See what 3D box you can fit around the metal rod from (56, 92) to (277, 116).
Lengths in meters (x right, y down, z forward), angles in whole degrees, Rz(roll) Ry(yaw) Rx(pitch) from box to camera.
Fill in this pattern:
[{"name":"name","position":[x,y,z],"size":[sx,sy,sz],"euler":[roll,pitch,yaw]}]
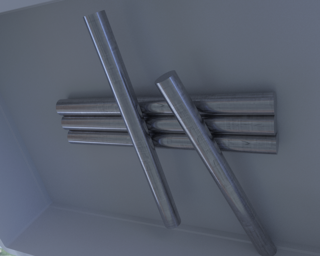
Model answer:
[{"name":"metal rod","position":[-0.012,-0.028,0.395],"size":[0.301,0.025,0.025],"euler":[1,119,27]}]

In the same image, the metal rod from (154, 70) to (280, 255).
[{"name":"metal rod","position":[0.080,0.063,0.377],"size":[0.025,0.025,0.299],"euler":[-17,117,34]}]

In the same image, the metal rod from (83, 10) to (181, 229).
[{"name":"metal rod","position":[-0.027,0.007,0.391],"size":[0.025,0.025,0.298],"euler":[-5,116,30]}]

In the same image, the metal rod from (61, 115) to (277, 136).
[{"name":"metal rod","position":[-0.008,-0.007,0.406],"size":[0.301,0.025,0.025],"euler":[1,119,27]}]

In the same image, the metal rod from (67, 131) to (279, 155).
[{"name":"metal rod","position":[-0.002,0.015,0.416],"size":[0.301,0.025,0.025],"euler":[1,119,27]}]
